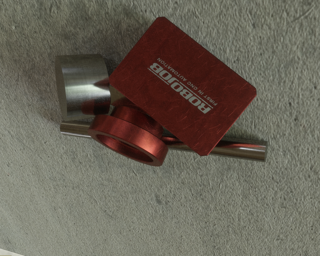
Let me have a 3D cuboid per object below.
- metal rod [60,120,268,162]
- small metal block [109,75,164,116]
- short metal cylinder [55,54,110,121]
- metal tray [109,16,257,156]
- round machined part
[{"bbox_3d":[-0.012,0.013,0.423,0.301,0.025,0.025,6,121,25],"label":"metal rod"},{"bbox_3d":[-0.027,-0.042,0.378,0.050,0.050,0.025,22,127,15],"label":"small metal block"},{"bbox_3d":[-0.098,-0.051,0.387,0.080,0.050,0.080,172,90,-66],"label":"short metal cylinder"},{"bbox_3d":[0.024,-0.043,0.333,0.130,0.030,0.090,39,90,1],"label":"metal tray"},{"bbox_3d":[-0.034,0.007,0.380,0.098,0.042,0.098,22,163,7],"label":"round machined part"}]
